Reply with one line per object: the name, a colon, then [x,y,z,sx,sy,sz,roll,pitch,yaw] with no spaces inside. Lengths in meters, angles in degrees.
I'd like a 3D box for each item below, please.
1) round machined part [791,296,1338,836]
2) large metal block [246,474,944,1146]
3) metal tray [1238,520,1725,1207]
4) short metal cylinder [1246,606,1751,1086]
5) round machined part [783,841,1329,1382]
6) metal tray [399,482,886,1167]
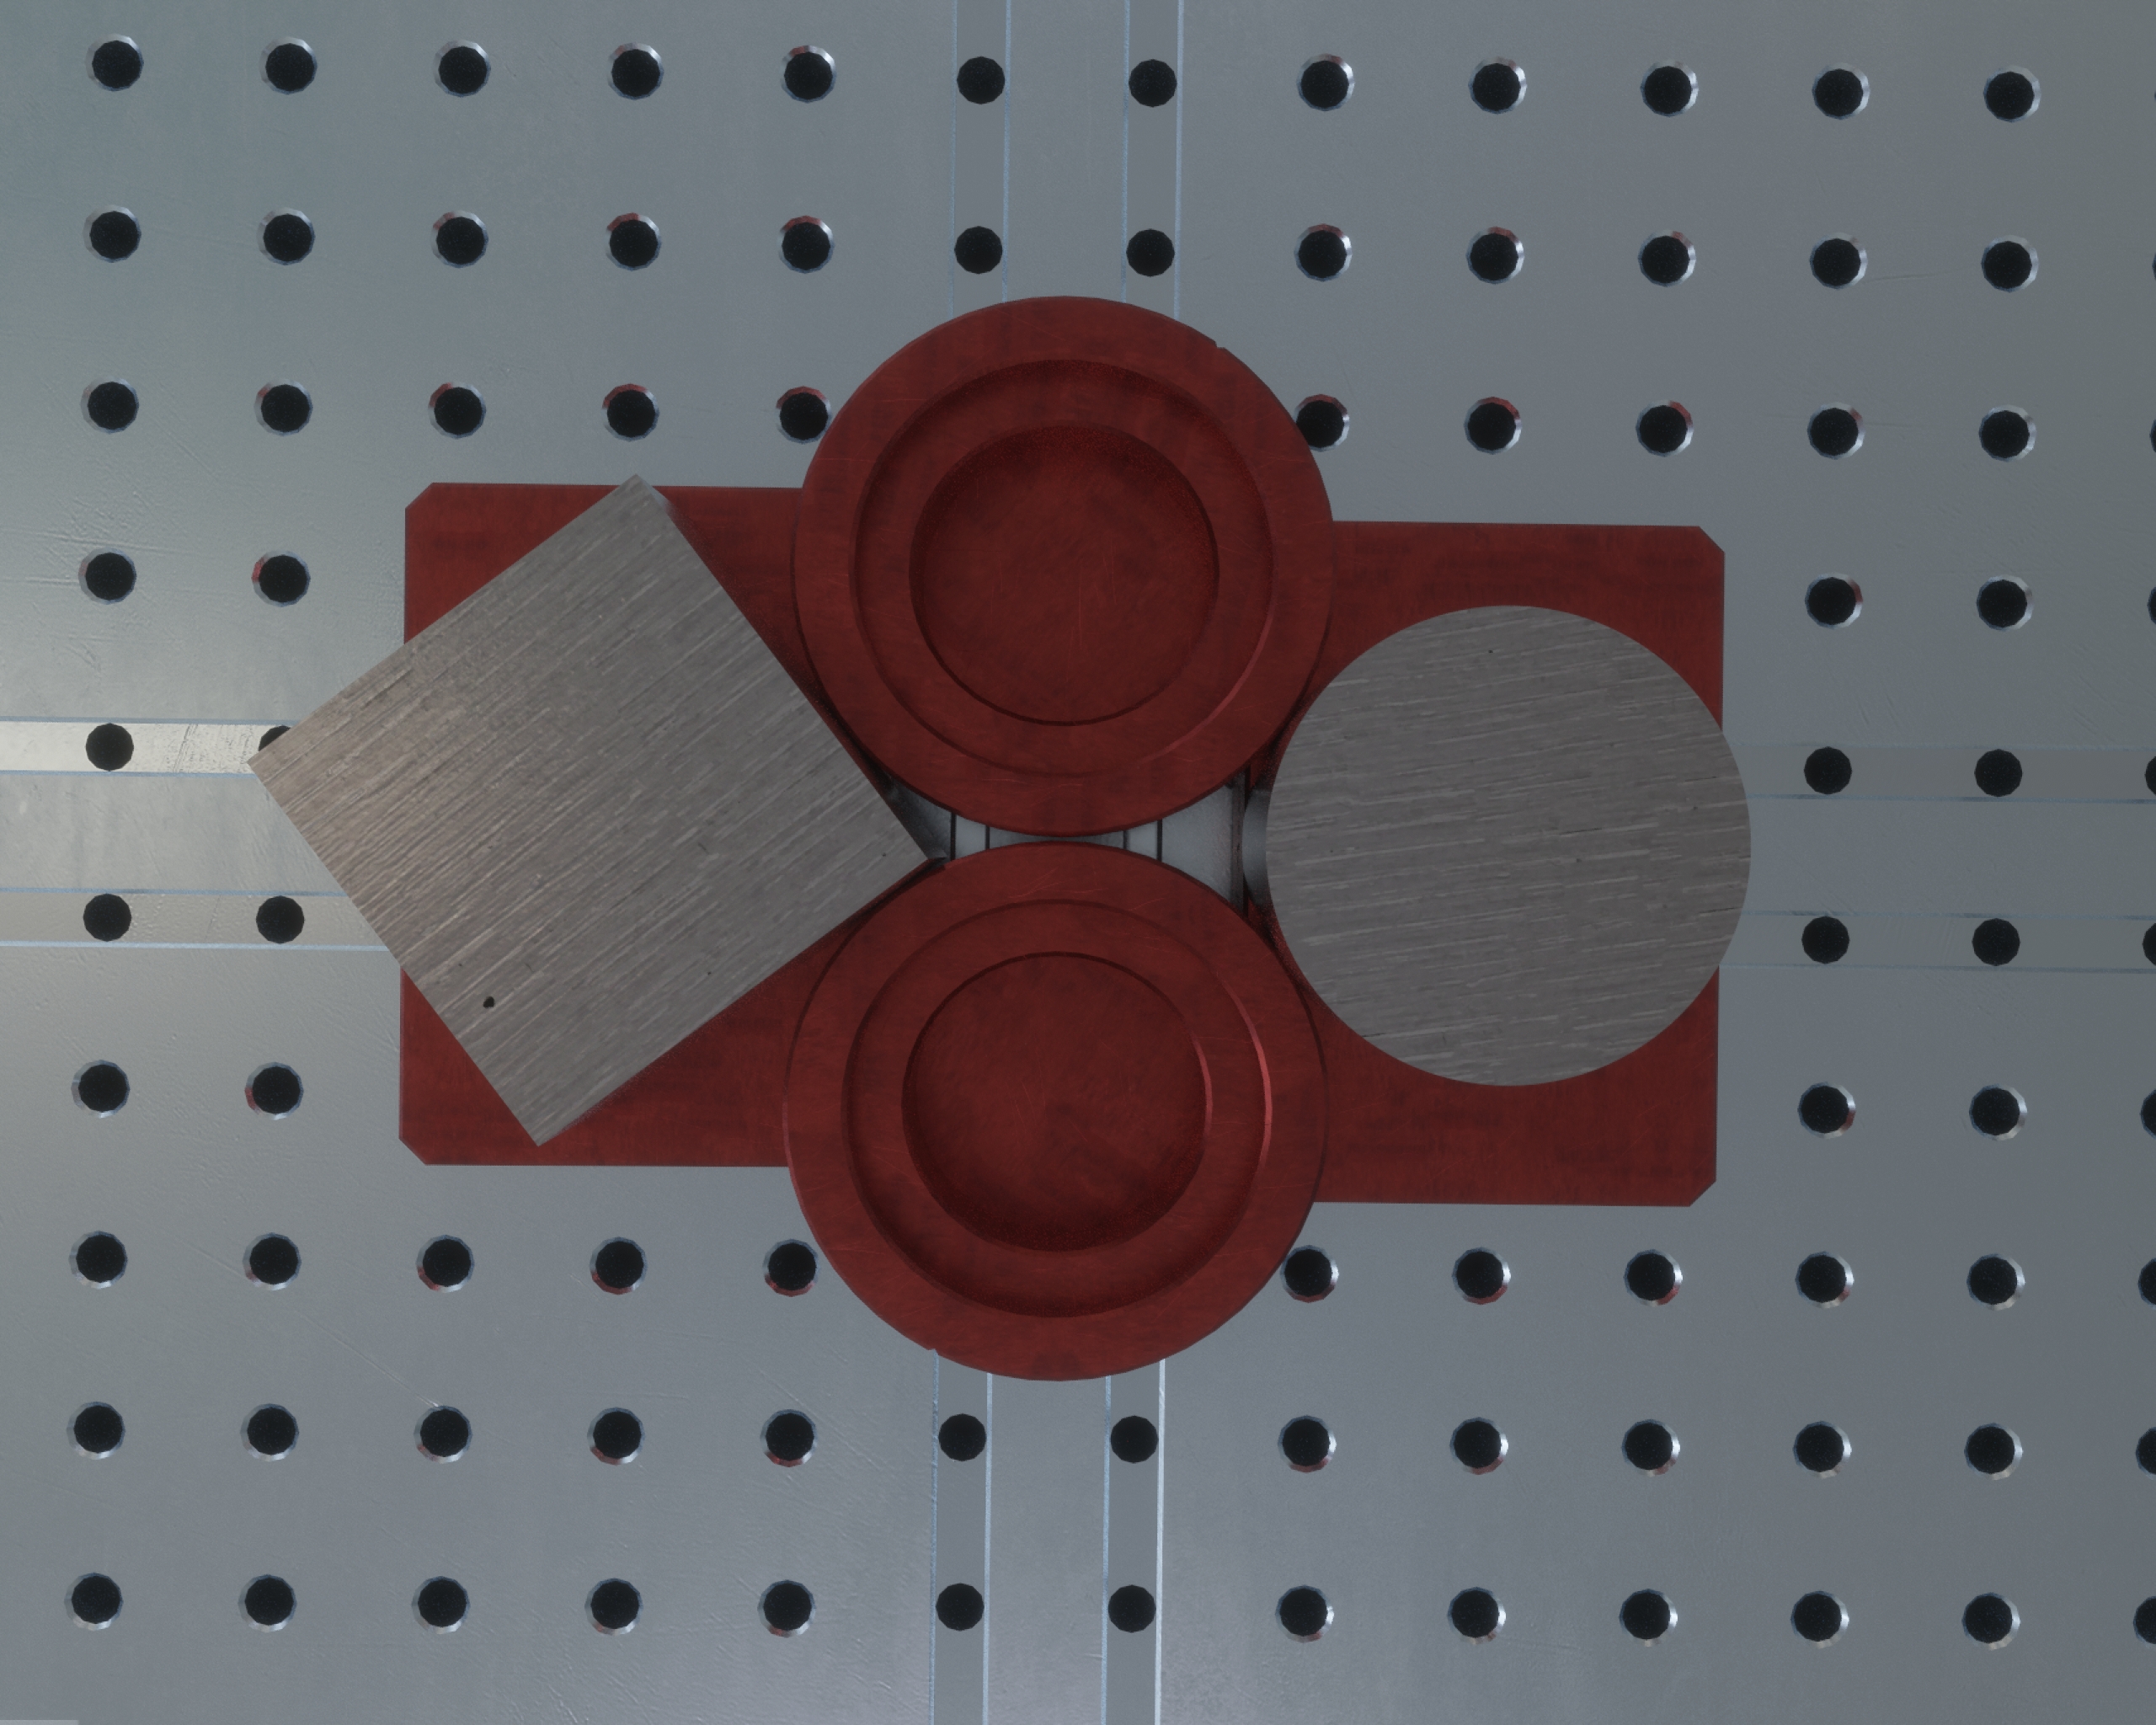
round machined part: [-0.002,-0.054,0.396,0.099,0.042,0.097,0,90,0]
large metal block: [-0.081,-0.009,0.370,0.080,0.050,0.080,-37,90,0]
metal tray: [0.077,0.000,0.409,0.091,0.030,0.129,1,90,0]
short metal cylinder: [0.071,-0.003,0.370,0.081,0.050,0.079,0,90,0]
round machined part: [-0.004,0.045,0.396,0.099,0.042,0.097,0,90,0]
metal tray: [-0.083,-0.007,0.410,0.091,0.030,0.129,1,90,-2]
